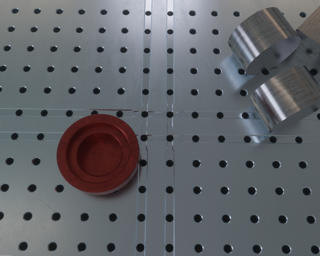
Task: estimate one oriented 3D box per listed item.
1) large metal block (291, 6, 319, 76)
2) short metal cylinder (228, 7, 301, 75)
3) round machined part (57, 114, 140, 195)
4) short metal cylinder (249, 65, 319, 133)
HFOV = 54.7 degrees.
[{"bbox_3d":[0.244,-0.128,0.447,0.080,0.050,0.080,42,75,13],"label":"large metal block"},{"bbox_3d":[0.142,-0.117,0.426,0.080,0.080,0.050,-24,72,-8],"label":"short metal cylinder"},{"bbox_3d":[-0.074,0.035,0.389,0.099,0.042,0.098,0,70,0],"label":"round machined part"},{"bbox_3d":[0.164,-0.035,0.397,0.080,0.080,0.050,-23,72,-8],"label":"short metal cylinder"}]
